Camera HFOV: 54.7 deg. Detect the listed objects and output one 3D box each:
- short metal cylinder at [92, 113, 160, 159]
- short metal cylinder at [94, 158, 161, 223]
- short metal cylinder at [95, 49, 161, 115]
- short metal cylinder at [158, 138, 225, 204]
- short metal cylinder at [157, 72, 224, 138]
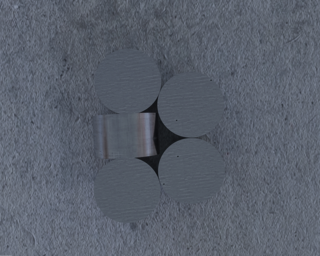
[{"bbox_3d":[-0.042,0.009,0.383,0.080,0.080,0.050,-3,90,0],"label":"short metal cylinder"},{"bbox_3d":[-0.039,0.074,0.398,0.080,0.050,0.080,0,90,1],"label":"short metal cylinder"},{"bbox_3d":[-0.038,-0.056,0.398,0.080,0.050,0.080,0,90,1],"label":"short metal cylinder"},{"bbox_3d":[0.038,0.051,0.398,0.080,0.050,0.080,0,91,1],"label":"short metal cylinder"},{"bbox_3d":[0.037,-0.029,0.398,0.081,0.050,0.080,0,91,0],"label":"short metal cylinder"}]
